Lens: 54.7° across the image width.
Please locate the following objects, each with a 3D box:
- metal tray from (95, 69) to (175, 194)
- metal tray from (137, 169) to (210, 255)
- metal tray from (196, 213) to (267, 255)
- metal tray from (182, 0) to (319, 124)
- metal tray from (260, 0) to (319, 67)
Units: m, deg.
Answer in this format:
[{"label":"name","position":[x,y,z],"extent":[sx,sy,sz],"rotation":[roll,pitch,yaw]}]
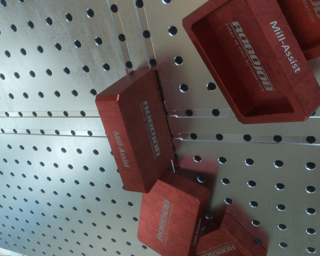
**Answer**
[{"label":"metal tray","position":[-0.024,0.003,0.382],"extent":[0.030,0.090,0.129],"rotation":[0,119,28]},{"label":"metal tray","position":[0.016,0.131,0.456],"extent":[0.090,0.030,0.129],"rotation":[23,119,28]},{"label":"metal tray","position":[0.085,0.194,0.481],"extent":[0.090,0.030,0.129],"rotation":[46,129,-4]},{"label":"metal tray","position":[0.084,-0.066,0.294],"extent":[0.130,0.030,0.090],"rotation":[57,159,-13]},{"label":"metal tray","position":[0.123,-0.127,0.264],"extent":[0.090,0.030,0.130],"rotation":[-22,107,36]}]
